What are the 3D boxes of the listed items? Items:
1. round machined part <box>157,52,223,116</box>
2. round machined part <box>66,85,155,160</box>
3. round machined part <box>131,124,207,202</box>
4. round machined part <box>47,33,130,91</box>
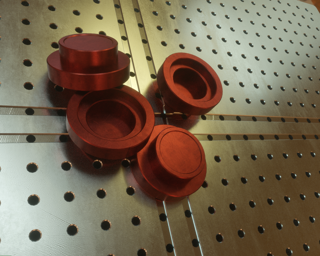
[{"bbox_3d":[0.040,-0.060,0.457,0.099,0.042,0.098,14,56,-21],"label":"round machined part"},{"bbox_3d":[-0.058,-0.005,0.362,0.099,0.042,0.098,9,51,-12],"label":"round machined part"},{"bbox_3d":[0.017,0.038,0.385,0.099,0.042,0.098,14,56,-21],"label":"round machined part"},{"bbox_3d":[-0.085,-0.085,0.375,0.099,0.042,0.098,4,32,-2],"label":"round machined part"}]
